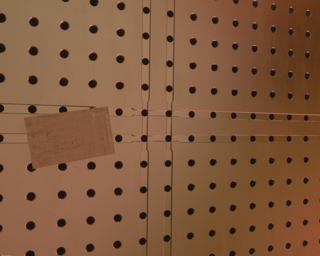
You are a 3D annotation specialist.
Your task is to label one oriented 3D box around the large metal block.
[{"bbox_3d":[-0.101,0.008,0.346,0.081,0.080,0.050,-9,94,-20],"label":"large metal block"}]
